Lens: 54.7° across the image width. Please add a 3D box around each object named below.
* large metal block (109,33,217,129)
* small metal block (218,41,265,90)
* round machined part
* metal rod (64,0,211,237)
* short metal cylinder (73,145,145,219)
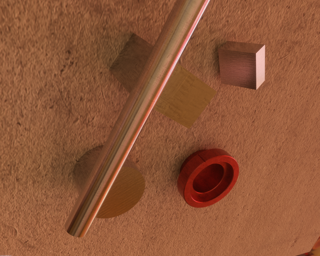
[{"bbox_3d":[0.001,-0.052,0.341,0.080,0.080,0.050,27,103,-38],"label":"large metal block"},{"bbox_3d":[0.105,-0.081,0.396,0.025,0.050,0.050,-43,136,-34],"label":"small metal block"},{"bbox_3d":[0.070,0.072,0.481,0.099,0.042,0.097,-14,125,-21],"label":"round machined part"},{"bbox_3d":[-0.018,-0.022,0.281,0.025,0.025,0.298,17,110,-35],"label":"metal rod"},{"bbox_3d":[-0.066,0.068,0.398,0.081,0.050,0.079,-14,125,-21],"label":"short metal cylinder"}]
